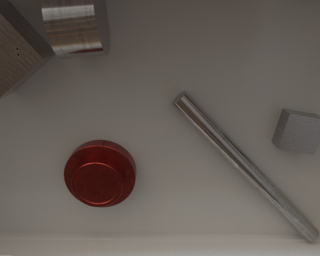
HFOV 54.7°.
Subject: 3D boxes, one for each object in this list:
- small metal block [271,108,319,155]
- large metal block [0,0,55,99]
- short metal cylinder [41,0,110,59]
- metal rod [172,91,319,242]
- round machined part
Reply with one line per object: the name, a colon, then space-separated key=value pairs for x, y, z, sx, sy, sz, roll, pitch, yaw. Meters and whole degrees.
small metal block: x=0.186 y=0.005 z=0.416 sx=0.050 sy=0.025 sz=0.050 roll=10 pitch=110 yaw=-4
large metal block: x=-0.186 y=-0.090 z=0.362 sx=0.080 sy=0.050 sz=0.080 roll=-37 pitch=106 yaw=12
short metal cylinder: x=-0.088 y=-0.118 z=0.337 sx=0.050 sy=0.080 sz=0.079 roll=-5 pitch=110 yaw=2
metal rod: x=0.128 y=0.062 z=0.436 sx=0.025 sy=0.025 sz=0.300 roll=-42 pitch=105 yaw=13
round machined part: x=-0.083 y=0.069 z=0.427 sx=0.099 sy=0.042 sz=0.097 roll=0 pitch=110 yaw=-1
